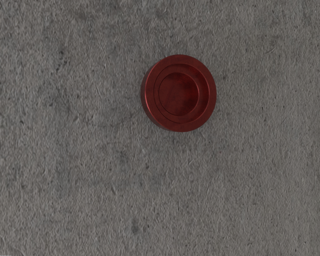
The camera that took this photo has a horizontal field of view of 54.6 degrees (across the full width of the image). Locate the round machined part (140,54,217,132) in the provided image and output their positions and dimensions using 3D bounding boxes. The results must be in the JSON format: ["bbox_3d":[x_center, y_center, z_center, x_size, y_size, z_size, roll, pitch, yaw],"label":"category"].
[{"bbox_3d":[0.021,-0.044,0.407,0.099,0.042,0.097,0,90,-20],"label":"round machined part"}]
